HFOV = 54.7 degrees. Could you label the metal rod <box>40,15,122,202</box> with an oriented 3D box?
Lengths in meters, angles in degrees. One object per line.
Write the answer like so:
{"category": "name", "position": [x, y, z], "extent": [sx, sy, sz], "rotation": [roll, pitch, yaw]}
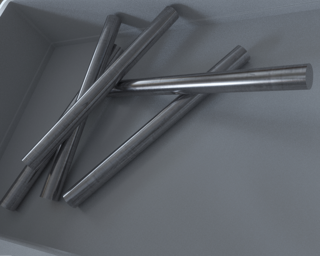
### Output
{"category": "metal rod", "position": [-0.114, -0.041, 0.467], "extent": [0.025, 0.025, 0.299], "rotation": [6, 71, 30]}

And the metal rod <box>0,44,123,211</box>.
{"category": "metal rod", "position": [-0.146, -0.010, 0.486], "extent": [0.025, 0.025, 0.300], "rotation": [21, 72, 35]}

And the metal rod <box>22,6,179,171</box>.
{"category": "metal rod", "position": [-0.079, -0.062, 0.441], "extent": [0.025, 0.025, 0.300], "rotation": [34, 78, 38]}

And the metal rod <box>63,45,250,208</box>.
{"category": "metal rod", "position": [-0.004, -0.002, 0.407], "extent": [0.300, 0.025, 0.025], "rotation": [-40, 51, 0]}

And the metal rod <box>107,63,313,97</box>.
{"category": "metal rod", "position": [0.028, -0.055, 0.390], "extent": [0.300, 0.025, 0.025], "rotation": [3, 63, 40]}
